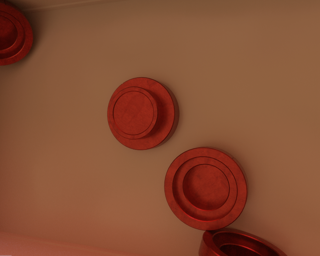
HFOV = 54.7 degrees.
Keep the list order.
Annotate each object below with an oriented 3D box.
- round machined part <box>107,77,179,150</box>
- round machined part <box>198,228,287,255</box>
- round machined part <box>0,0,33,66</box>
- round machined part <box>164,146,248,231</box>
[{"bbox_3d":[-0.027,-0.019,0.411,0.098,0.042,0.097,0,90,20],"label":"round machined part"},{"bbox_3d":[0.090,0.152,0.340,0.098,0.098,0.042,16,96,19],"label":"round machined part"},{"bbox_3d":[-0.247,-0.147,0.466,0.098,0.098,0.042,-48,46,14],"label":"round machined part"},{"bbox_3d":[0.058,0.071,0.381,0.098,0.042,0.097,0,90,20],"label":"round machined part"}]
